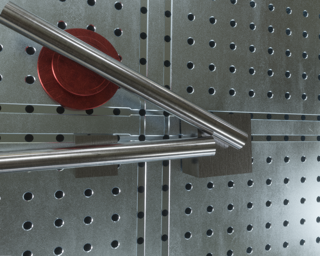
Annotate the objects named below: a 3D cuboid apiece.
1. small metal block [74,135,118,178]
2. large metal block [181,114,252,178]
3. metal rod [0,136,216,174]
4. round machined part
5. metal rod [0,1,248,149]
[{"bbox_3d":[-0.080,0.034,0.384,0.050,0.025,0.050,0,90,-21],"label":"small metal block"},{"bbox_3d":[0.077,0.022,0.426,0.081,0.050,0.079,-2,91,-20],"label":"large metal block"},{"bbox_3d":[-0.085,0.032,0.353,0.302,0.025,0.025,-4,92,-10],"label":"metal rod"},{"bbox_3d":[-0.093,-0.071,0.369,0.099,0.042,0.097,0,90,-21],"label":"round machined part"},{"bbox_3d":[-0.026,-0.050,0.352,0.301,0.025,0.025,27,81,-16],"label":"metal rod"}]
